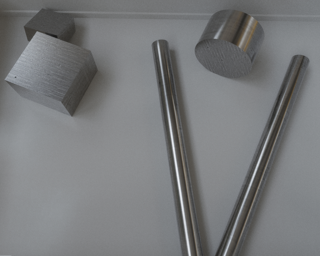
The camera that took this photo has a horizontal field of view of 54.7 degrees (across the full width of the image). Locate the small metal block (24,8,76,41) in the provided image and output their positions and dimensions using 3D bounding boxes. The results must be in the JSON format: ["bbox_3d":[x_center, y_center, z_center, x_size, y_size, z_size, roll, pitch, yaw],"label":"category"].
[{"bbox_3d":[-0.160,-0.145,0.453,0.050,0.025,0.050,17,52,5],"label":"small metal block"}]

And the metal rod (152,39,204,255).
[{"bbox_3d":[0.020,0.017,0.403,0.025,0.025,0.299,-7,70,-3],"label":"metal rod"}]

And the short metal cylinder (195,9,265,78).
[{"bbox_3d":[0.095,-0.113,0.423,0.080,0.080,0.050,24,72,8],"label":"short metal cylinder"}]

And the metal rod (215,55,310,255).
[{"bbox_3d":[0.138,0.029,0.400,0.025,0.025,0.300,25,72,8],"label":"metal rod"}]

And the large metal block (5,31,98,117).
[{"bbox_3d":[-0.143,-0.073,0.421,0.080,0.050,0.080,21,71,7],"label":"large metal block"}]
